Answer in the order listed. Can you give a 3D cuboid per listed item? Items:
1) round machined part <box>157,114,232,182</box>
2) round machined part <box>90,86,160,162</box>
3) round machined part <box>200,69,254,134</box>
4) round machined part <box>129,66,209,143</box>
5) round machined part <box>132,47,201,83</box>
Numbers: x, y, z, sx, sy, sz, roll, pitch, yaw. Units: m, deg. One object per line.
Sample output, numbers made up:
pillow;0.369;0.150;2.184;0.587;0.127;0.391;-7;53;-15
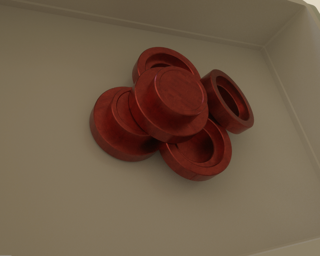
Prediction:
round machined part;0.040;0.023;0.402;0.099;0.042;0.098;14;56;-21
round machined part;-0.033;-0.012;0.381;0.099;0.042;0.098;14;56;-21
round machined part;0.089;-0.033;0.449;0.098;0.042;0.098;32;39;-31
round machined part;0.017;-0.034;0.368;0.099;0.042;0.098;14;56;-21
round machined part;0.007;-0.063;0.436;0.099;0.042;0.098;14;56;-21
